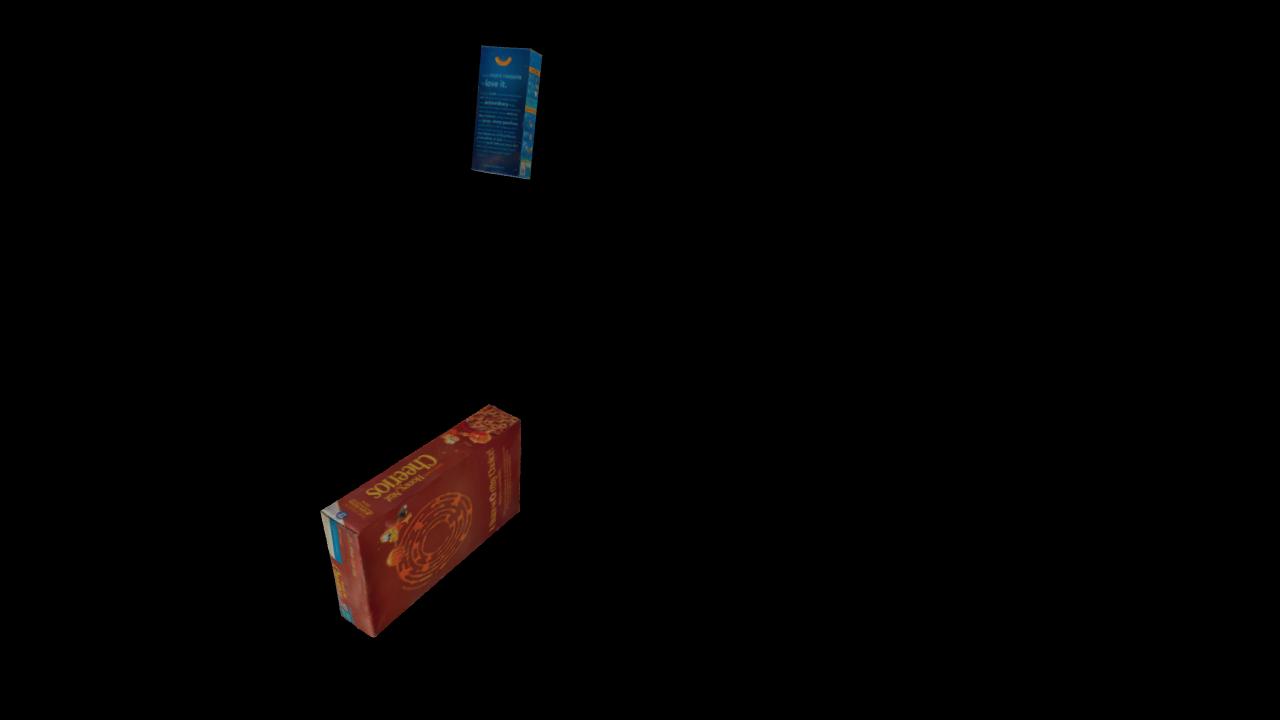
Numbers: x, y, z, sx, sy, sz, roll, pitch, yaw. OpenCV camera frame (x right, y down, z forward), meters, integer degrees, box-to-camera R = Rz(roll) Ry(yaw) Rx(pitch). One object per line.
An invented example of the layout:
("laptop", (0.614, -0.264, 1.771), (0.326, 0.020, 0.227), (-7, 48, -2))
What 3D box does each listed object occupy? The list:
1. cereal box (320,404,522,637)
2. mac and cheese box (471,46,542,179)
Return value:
("cereal box", (-0.302, 0.223, 0.906), (0.081, 0.203, 0.306), (22, 34, 24))
("mac and cheese box", (-0.207, -0.381, 0.953), (0.093, 0.184, 0.041), (14, 14, 21))
